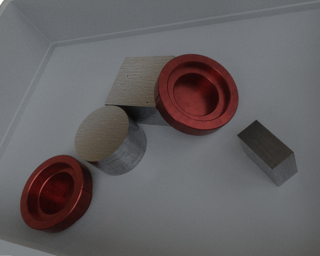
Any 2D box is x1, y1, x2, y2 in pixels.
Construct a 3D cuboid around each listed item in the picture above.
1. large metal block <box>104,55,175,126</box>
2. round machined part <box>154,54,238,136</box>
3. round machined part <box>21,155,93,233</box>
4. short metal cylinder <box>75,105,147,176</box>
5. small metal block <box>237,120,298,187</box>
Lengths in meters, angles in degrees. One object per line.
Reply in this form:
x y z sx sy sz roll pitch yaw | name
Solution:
-0.018 -0.052 0.429 0.080 0.050 0.080 6 64 30 | large metal block
0.040 -0.036 0.374 0.099 0.042 0.098 5 69 -13 | round machined part
-0.129 0.088 0.407 0.098 0.042 0.098 -13 56 20 | round machined part
-0.064 0.017 0.411 0.080 0.050 0.080 -13 56 20 | short metal cylinder
0.110 0.026 0.316 0.025 0.050 0.050 -40 51 1 | small metal block
